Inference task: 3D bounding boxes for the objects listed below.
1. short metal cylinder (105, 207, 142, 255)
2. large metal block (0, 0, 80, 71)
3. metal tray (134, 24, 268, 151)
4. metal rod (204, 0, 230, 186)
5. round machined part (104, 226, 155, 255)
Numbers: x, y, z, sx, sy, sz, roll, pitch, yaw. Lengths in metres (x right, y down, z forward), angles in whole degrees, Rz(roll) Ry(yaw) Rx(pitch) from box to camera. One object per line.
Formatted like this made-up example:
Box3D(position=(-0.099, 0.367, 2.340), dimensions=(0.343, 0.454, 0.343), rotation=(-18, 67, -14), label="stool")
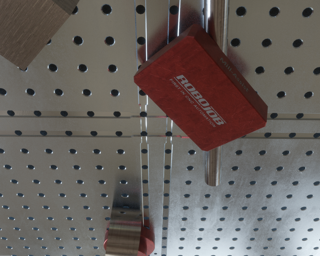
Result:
Box3D(position=(-0.062, 0.177, 0.525), dimensions=(0.050, 0.080, 0.079), rotation=(8, 130, -7), label="short metal cylinder")
Box3D(position=(-0.137, -0.116, 0.295), dimensions=(0.080, 0.050, 0.080), rotation=(-37, 121, 27), label="large metal block")
Box3D(position=(0.046, -0.038, 0.348), dimensions=(0.090, 0.030, 0.130), rotation=(-30, 115, 38), label="metal tray")
Box3D(position=(0.068, -0.032, 0.384), dimensions=(0.025, 0.025, 0.298), rotation=(-4, 130, 3), label="metal rod")
Box3D(position=(-0.059, 0.230, 0.596), dimensions=(0.099, 0.042, 0.097), rotation=(0, 130, 0), label="round machined part")
